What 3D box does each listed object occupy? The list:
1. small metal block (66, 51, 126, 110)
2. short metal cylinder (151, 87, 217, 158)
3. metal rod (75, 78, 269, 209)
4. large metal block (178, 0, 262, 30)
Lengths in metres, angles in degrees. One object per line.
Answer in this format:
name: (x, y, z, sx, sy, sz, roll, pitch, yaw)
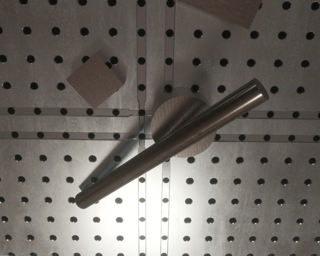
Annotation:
small metal block: (-0.080, -0.060, 0.390, 0.050, 0.025, 0.050, -38, 106, 12)
short metal cylinder: (0.029, -0.009, 0.397, 0.081, 0.050, 0.079, 0, 110, -1)
metal rod: (-0.008, 0.034, 0.375, 0.299, 0.025, 0.025, -34, 108, 31)
large metal block: (0.073, -0.163, 0.341, 0.080, 0.050, 0.079, 19, 109, -8)
